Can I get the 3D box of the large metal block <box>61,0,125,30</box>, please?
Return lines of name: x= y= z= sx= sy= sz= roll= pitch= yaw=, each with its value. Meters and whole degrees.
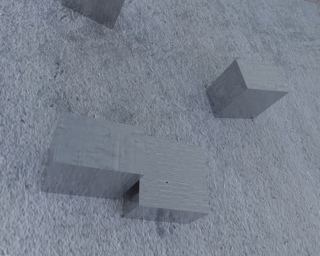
large metal block: x=-0.087 y=-0.203 z=0.446 sx=0.080 sy=0.080 sz=0.050 roll=23 pitch=53 yaw=-14

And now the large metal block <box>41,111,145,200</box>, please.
large metal block: x=-0.068 y=0.032 z=0.312 sx=0.081 sy=0.080 sz=0.050 roll=12 pitch=57 yaw=-22

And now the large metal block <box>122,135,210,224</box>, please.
large metal block: x=0.005 y=0.060 z=0.354 sx=0.081 sy=0.050 sz=0.080 roll=13 pitch=57 yaw=-21

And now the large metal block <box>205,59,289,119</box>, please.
large metal block: x=0.130 y=-0.056 z=0.472 sx=0.081 sy=0.080 sz=0.050 roll=1 pitch=62 yaw=-28
